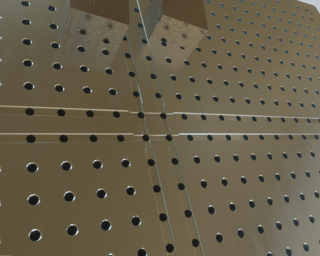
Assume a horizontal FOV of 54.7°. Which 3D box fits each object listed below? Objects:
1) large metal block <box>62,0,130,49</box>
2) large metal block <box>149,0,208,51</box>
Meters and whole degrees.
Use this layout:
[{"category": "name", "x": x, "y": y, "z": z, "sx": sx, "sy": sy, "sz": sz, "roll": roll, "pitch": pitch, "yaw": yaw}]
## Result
[{"category": "large metal block", "x": -0.092, "y": -0.170, "z": 0.448, "sx": 0.081, "sy": 0.050, "sz": 0.080, "roll": 10, "pitch": 58, "yaw": -24}, {"category": "large metal block", "x": 0.029, "y": -0.187, "z": 0.524, "sx": 0.081, "sy": 0.050, "sz": 0.080, "roll": 12, "pitch": 57, "yaw": -22}]
